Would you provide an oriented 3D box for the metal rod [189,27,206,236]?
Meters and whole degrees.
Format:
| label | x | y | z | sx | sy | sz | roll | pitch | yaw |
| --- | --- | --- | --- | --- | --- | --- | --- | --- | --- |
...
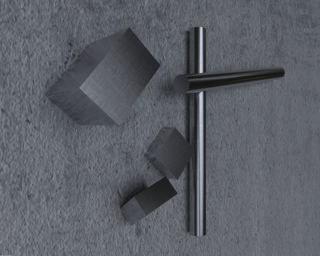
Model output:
| label | x | y | z | sx | sy | sz | roll | pitch | yaw |
| --- | --- | --- | --- | --- | --- | --- | --- | --- | --- |
| metal rod | 0.055 | 0.005 | 0.453 | 0.025 | 0.025 | 0.298 | 0 | 90 | -40 |

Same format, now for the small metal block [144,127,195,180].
| label | x | y | z | sx | sy | sz | roll | pitch | yaw |
| --- | --- | --- | --- | --- | --- | --- | --- | --- | --- |
| small metal block | 0.014 | 0.034 | 0.419 | 0.050 | 0.025 | 0.050 | 49 | 61 | -29 |

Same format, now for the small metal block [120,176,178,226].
| label | x | y | z | sx | sy | sz | roll | pitch | yaw |
| --- | --- | --- | --- | --- | --- | --- | --- | --- | --- |
| small metal block | -0.014 | 0.089 | 0.375 | 0.050 | 0.050 | 0.025 | -27 | 76 | -37 |

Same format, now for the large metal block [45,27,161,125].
| label | x | y | z | sx | sy | sz | roll | pitch | yaw |
| --- | --- | --- | --- | --- | --- | --- | --- | --- | --- |
| large metal block | -0.060 | -0.049 | 0.320 | 0.050 | 0.080 | 0.080 | 47 | 62 | -30 |

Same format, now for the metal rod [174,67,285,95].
| label | x | y | z | sx | sy | sz | roll | pitch | yaw |
| --- | --- | --- | --- | --- | --- | --- | --- | --- | --- |
| metal rod | 0.128 | -0.080 | 0.493 | 0.302 | 0.025 | 0.025 | -15 | 100 | -46 |
